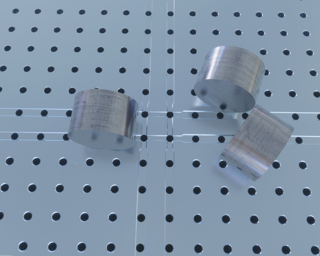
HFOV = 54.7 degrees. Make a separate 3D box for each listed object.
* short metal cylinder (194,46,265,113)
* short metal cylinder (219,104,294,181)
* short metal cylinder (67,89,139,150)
[{"bbox_3d":[0.091,-0.062,0.406,0.080,0.080,0.050,20,71,7],"label":"short metal cylinder"},{"bbox_3d":[0.116,0.018,0.377,0.050,0.080,0.080,35,74,12],"label":"short metal cylinder"},{"bbox_3d":[-0.069,-0.008,0.385,0.080,0.080,0.050,4,70,1],"label":"short metal cylinder"}]
